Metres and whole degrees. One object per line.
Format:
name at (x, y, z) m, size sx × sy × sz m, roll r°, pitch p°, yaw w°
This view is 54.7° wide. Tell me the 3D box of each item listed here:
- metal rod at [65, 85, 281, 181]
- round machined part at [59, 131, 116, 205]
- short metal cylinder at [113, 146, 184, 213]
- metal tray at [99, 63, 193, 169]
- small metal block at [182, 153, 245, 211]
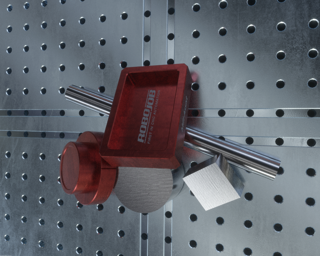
metal rod at (0.003, -0.001, 0.407) m, size 0.301 × 0.025 × 0.025 m, roll 21°, pitch 97°, yaw 18°
round machined part at (-0.100, 0.052, 0.410) m, size 0.098 × 0.042 × 0.097 m, roll -9°, pitch 78°, yaw 52°
short metal cylinder at (-0.014, 0.064, 0.400) m, size 0.080 × 0.050 × 0.079 m, roll 0°, pitch 90°, yaw 20°
metal tray at (-0.014, -0.017, 0.379) m, size 0.090 × 0.030 × 0.130 m, roll 0°, pitch 61°, yaw 19°
small metal block at (0.064, 0.065, 0.374) m, size 0.050 × 0.025 × 0.050 m, roll -33°, pitch 95°, yaw 33°
